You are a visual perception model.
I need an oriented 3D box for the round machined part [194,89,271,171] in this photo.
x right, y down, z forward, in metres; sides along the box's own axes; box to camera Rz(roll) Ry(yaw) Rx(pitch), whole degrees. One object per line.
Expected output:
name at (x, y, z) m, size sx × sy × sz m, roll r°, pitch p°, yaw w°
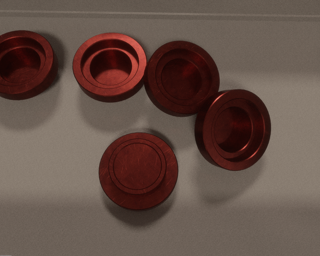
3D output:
round machined part at (0.086, 0.002, 0.386) m, size 0.099 × 0.042 × 0.097 m, roll -2°, pitch 95°, yaw -23°

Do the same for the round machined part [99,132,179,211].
round machined part at (-0.026, 0.051, 0.382) m, size 0.099 × 0.042 × 0.098 m, roll 0°, pitch 70°, yaw -1°

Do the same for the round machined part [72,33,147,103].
round machined part at (-0.066, -0.079, 0.429) m, size 0.099 × 0.042 × 0.098 m, roll 0°, pitch 70°, yaw -1°

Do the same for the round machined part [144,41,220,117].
round machined part at (0.026, -0.062, 0.414) m, size 0.099 × 0.042 × 0.097 m, roll 3°, pitch 81°, yaw -15°

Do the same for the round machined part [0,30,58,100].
round machined part at (-0.190, -0.082, 0.428) m, size 0.099 × 0.042 × 0.098 m, roll 0°, pitch 70°, yaw -1°
